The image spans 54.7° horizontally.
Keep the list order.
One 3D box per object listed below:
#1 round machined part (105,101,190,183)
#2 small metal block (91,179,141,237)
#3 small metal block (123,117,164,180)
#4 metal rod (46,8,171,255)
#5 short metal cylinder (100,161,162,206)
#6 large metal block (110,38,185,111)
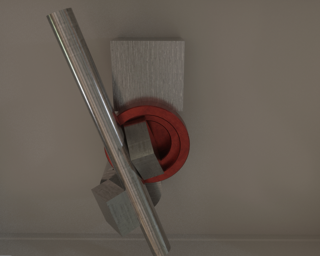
[{"bbox_3d":[-0.015,0.014,0.374,0.099,0.042,0.097,0,110,-1],"label":"round machined part"},{"bbox_3d":[-0.054,0.096,0.375,0.025,0.050,0.050,-29,111,-25],"label":"small metal block"},{"bbox_3d":[-0.018,0.024,0.354,0.025,0.050,0.050,-19,144,3],"label":"small metal block"},{"bbox_3d":[-0.047,0.022,0.343,0.025,0.025,0.298,-18,109,6],"label":"metal rod"},{"bbox_3d":[-0.038,0.071,0.423,0.081,0.050,0.079,0,110,-1],"label":"short metal cylinder"},{"bbox_3d":[-0.014,-0.065,0.371,0.081,0.050,0.079,0,110,-1],"label":"large metal block"}]
